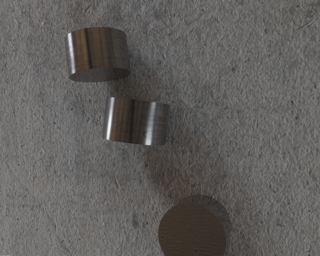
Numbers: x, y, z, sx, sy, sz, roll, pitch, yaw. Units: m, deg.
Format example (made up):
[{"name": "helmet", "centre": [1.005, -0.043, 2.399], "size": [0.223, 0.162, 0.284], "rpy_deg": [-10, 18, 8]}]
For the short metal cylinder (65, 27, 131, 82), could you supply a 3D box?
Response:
[{"name": "short metal cylinder", "centre": [-0.081, -0.094, 0.408], "size": [0.080, 0.080, 0.050], "rpy_deg": [-8, 87, 20]}]

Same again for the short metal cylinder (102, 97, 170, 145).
[{"name": "short metal cylinder", "centre": [-0.030, -0.009, 0.390], "size": [0.080, 0.080, 0.050], "rpy_deg": [8, 93, 20]}]

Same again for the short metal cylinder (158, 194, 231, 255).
[{"name": "short metal cylinder", "centre": [0.044, 0.126, 0.380], "size": [0.080, 0.050, 0.080], "rpy_deg": [0, 90, 20]}]
